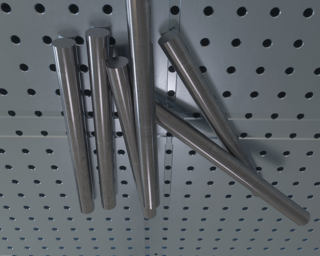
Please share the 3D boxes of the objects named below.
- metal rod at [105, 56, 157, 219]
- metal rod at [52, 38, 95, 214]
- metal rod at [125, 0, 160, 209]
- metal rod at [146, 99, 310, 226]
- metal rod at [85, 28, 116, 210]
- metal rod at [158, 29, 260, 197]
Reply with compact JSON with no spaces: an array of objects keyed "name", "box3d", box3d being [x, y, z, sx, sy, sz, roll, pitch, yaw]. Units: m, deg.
[{"name":"metal rod","box3d":[-0.032,0.038,0.434,0.025,0.025,0.299,-4,133,3]},{"name":"metal rod","box3d":[-0.113,0.022,0.429,0.025,0.025,0.298,3,130,-3]},{"name":"metal rod","box3d":[-0.017,-0.023,0.359,0.025,0.025,0.298,-2,121,1]},{"name":"metal rod","box3d":[0.097,0.051,0.425,0.301,0.025,0.025,36,122,-16]},{"name":"metal rod","box3d":[-0.075,0.013,0.421,0.025,0.025,0.298,3,130,-3]},{"name":"metal rod","box3d":[0.084,0.002,0.413,0.025,0.025,0.300,-24,126,19]}]
